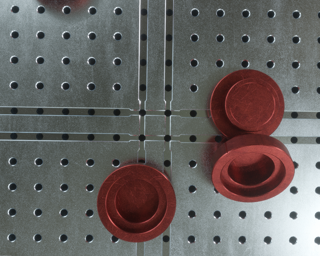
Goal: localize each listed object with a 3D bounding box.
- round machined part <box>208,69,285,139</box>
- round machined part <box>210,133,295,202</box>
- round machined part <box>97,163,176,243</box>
[{"bbox_3d":[0.115,-0.029,0.406,0.099,0.042,0.097,0,90,-1],"label":"round machined part"},{"bbox_3d":[0.113,0.046,0.391,0.099,0.042,0.097,2,126,3],"label":"round machined part"},{"bbox_3d":[-0.029,0.094,0.405,0.099,0.042,0.097,0,90,-1],"label":"round machined part"}]
